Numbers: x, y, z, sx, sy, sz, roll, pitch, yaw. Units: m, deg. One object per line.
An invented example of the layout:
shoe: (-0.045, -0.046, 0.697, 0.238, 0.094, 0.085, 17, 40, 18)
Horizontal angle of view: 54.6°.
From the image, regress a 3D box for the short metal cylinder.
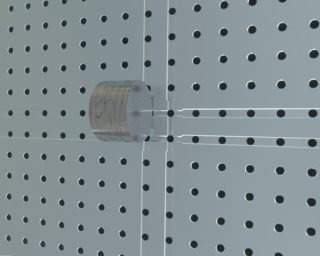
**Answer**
short metal cylinder: (-0.048, -0.021, 0.401, 0.050, 0.080, 0.080, 1, 90, 20)
